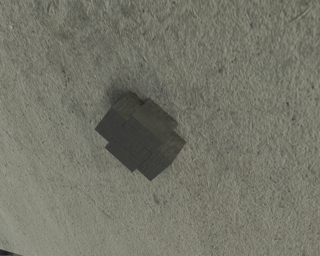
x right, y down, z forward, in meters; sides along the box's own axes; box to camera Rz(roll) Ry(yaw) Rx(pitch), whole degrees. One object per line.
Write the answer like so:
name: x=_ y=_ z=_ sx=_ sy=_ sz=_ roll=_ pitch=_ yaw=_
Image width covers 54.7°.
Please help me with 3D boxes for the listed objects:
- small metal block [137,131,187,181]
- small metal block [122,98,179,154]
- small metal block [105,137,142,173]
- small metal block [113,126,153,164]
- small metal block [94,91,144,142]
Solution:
small metal block: x=0.002 y=0.036 z=0.411 sx=0.025 sy=0.050 sz=0.050 roll=43 pitch=129 yaw=-2
small metal block: x=-0.011 y=-0.004 z=0.393 sx=0.050 sy=0.050 sz=0.025 roll=42 pitch=129 yaw=-1
small metal block: x=-0.038 y=0.024 z=0.425 sx=0.050 sy=0.050 sz=0.025 roll=43 pitch=129 yaw=-2
small metal block: x=-0.025 y=0.010 z=0.409 sx=0.050 sy=0.050 sz=0.025 roll=43 pitch=129 yaw=-2
small metal block: x=-0.052 y=-0.016 z=0.408 sx=0.025 sy=0.050 sz=0.050 roll=43 pitch=129 yaw=-2
